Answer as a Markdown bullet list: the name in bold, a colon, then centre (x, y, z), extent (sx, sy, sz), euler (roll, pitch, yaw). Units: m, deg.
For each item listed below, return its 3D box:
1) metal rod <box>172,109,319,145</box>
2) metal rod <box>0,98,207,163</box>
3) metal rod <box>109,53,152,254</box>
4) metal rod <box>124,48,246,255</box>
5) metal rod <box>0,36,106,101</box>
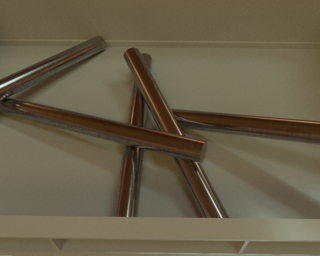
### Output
- **metal rod**: centre (0.141, 0.002, 0.341), extent (0.300, 0.025, 0.025), euler (7, 48, 31)
- **metal rod**: centre (-0.091, -0.004, 0.382), extent (0.301, 0.025, 0.025), euler (12, 51, 20)
- **metal rod**: centre (-0.031, 0.005, 0.400), extent (0.025, 0.025, 0.300), euler (2, 50, 1)
- **metal rod**: centre (0.016, 0.007, 0.379), extent (0.025, 0.025, 0.299), euler (-18, 58, -14)
- **metal rod**: centre (-0.190, -0.068, 0.431), extent (0.025, 0.025, 0.302), euler (30, 47, 22)
